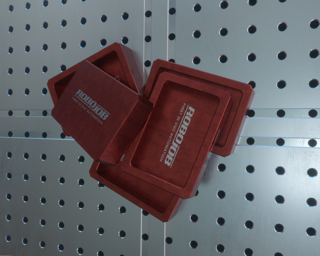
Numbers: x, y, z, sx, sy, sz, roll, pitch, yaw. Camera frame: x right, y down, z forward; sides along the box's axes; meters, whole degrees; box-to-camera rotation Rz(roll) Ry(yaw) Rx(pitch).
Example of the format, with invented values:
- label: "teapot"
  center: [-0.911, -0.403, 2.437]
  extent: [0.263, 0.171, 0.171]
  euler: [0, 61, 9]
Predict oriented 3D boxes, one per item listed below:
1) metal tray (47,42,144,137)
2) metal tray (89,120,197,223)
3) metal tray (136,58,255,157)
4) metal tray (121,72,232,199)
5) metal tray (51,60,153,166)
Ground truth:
- label: "metal tray"
  center: [-0.090, -0.052, 0.442]
  extent: [0.130, 0.030, 0.090]
  euler: [-24, 82, 19]
- label: "metal tray"
  center: [-0.022, 0.053, 0.418]
  extent: [0.130, 0.030, 0.090]
  euler: [28, 99, 18]
- label: "metal tray"
  center: [0.042, -0.027, 0.394]
  extent: [0.130, 0.030, 0.090]
  euler: [20, 96, 19]
- label: "metal tray"
  center: [0.020, 0.008, 0.370]
  extent: [0.090, 0.030, 0.130]
  euler: [21, 85, 19]
- label: "metal tray"
  center: [-0.079, -0.023, 0.395]
  extent: [0.130, 0.030, 0.090]
  euler: [36, 94, 39]
